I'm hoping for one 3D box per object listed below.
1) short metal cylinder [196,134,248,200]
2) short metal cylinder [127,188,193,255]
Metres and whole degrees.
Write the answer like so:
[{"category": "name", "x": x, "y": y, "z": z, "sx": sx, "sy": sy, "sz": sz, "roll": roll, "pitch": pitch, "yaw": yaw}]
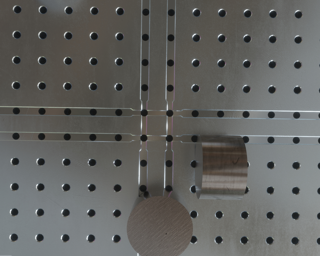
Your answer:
[{"category": "short metal cylinder", "x": 0.073, "y": 0.049, "z": 0.386, "sx": 0.050, "sy": 0.080, "sz": 0.079, "roll": 2, "pitch": 90, "yaw": 0}, {"category": "short metal cylinder", "x": 0.000, "y": 0.122, "z": 0.401, "sx": 0.081, "sy": 0.050, "sz": 0.079, "roll": 0, "pitch": 90, "yaw": 0}]
